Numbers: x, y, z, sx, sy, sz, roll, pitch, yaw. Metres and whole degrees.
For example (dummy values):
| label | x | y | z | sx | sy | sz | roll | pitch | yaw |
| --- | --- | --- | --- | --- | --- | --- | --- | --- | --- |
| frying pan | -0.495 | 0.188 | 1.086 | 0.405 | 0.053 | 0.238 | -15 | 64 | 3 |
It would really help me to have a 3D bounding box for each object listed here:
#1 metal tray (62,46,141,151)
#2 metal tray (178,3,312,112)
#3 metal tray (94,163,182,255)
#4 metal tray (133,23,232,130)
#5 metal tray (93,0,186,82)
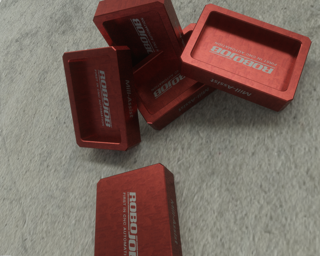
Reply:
| label | x | y | z | sx | sy | sz | roll | pitch | yaw |
| --- | --- | --- | --- | --- | --- | --- | --- | --- | --- |
| metal tray | -0.077 | -0.038 | 0.409 | 0.090 | 0.030 | 0.129 | 2 | 105 | 31 |
| metal tray | 0.098 | -0.084 | 0.364 | 0.130 | 0.030 | 0.090 | 22 | 71 | 7 |
| metal tray | -0.026 | 0.112 | 0.344 | 0.090 | 0.030 | 0.130 | -17 | 55 | 17 |
| metal tray | 0.021 | -0.070 | 0.418 | 0.130 | 0.030 | 0.090 | -36 | 63 | 5 |
| metal tray | -0.016 | -0.112 | 0.407 | 0.090 | 0.130 | 0.030 | -5 | 56 | 20 |
